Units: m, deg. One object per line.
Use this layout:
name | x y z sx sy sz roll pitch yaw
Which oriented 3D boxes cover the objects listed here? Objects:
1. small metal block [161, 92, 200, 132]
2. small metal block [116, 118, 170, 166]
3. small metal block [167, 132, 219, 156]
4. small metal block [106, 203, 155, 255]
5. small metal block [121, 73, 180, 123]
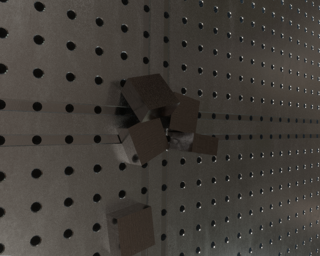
small metal block | 0.027 -0.019 0.434 0.050 0.025 0.050 15 81 -39
small metal block | -0.020 0.013 0.394 0.050 0.025 0.050 -30 109 -36
small metal block | 0.045 0.022 0.433 0.050 0.050 0.025 12 83 -40
small metal block | -0.036 0.126 0.381 0.050 0.025 0.050 -10 96 -40
small metal block | -0.012 -0.038 0.385 0.050 0.025 0.050 -17 64 -39
